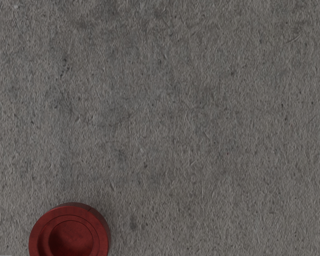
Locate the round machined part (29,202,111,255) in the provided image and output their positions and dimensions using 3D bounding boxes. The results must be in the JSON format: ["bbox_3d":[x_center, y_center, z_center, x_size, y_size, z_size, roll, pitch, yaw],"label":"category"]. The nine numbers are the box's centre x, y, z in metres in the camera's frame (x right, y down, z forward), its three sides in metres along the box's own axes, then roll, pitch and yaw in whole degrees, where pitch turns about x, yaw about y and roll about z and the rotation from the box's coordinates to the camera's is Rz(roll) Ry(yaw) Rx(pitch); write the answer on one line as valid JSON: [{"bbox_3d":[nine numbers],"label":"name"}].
[{"bbox_3d":[-0.112,0.144,0.401,0.099,0.042,0.097,0,90,0],"label":"round machined part"}]
